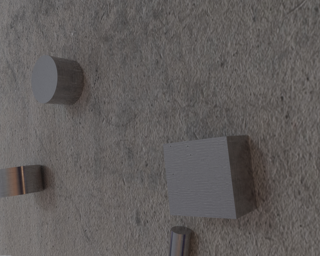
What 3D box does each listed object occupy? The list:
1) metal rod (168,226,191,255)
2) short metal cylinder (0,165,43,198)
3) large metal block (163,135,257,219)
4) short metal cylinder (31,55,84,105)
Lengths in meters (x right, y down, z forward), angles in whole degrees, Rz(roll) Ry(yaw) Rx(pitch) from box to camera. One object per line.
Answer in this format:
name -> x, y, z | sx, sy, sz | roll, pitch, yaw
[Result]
metal rod -> 0.013, 0.274, 0.392 | 0.025, 0.025, 0.298 | 9, 95, 39
short metal cylinder -> -0.265, 0.100, 0.584 | 0.080, 0.081, 0.050 | -14, 82, 39
large metal block -> 0.054, 0.052, 0.343 | 0.080, 0.050, 0.080 | -10, 84, 39
short metal cylinder -> -0.176, -0.081, 0.530 | 0.080, 0.050, 0.079 | 0, 90, 39
